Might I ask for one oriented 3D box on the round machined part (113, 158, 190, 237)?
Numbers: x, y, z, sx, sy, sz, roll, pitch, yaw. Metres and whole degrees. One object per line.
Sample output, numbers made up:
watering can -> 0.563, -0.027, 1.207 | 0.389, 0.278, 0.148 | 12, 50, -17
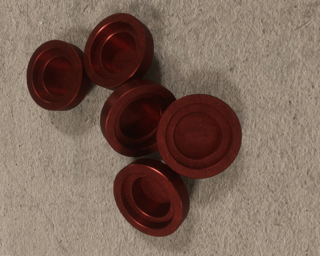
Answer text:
round machined part -> -0.007, 0.083, 0.391 | 0.098, 0.042, 0.097 | 11, 113, 27

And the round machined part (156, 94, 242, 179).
round machined part -> 0.044, 0.009, 0.373 | 0.099, 0.042, 0.097 | 0, 93, -2

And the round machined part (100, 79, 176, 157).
round machined part -> -0.028, -0.016, 0.389 | 0.098, 0.099, 0.042 | -59, 39, 10

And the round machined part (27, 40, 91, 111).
round machined part -> -0.139, -0.073, 0.445 | 0.098, 0.042, 0.097 | 0, 91, 24

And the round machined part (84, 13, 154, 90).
round machined part -> -0.050, -0.096, 0.409 | 0.098, 0.042, 0.097 | -5, 80, 29
